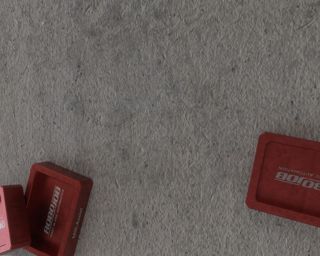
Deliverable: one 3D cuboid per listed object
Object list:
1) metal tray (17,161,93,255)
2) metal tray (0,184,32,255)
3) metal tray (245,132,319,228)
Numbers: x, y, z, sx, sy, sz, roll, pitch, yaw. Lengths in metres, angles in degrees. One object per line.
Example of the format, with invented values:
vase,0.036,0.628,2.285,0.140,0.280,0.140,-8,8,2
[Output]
metal tray,-0.160,0.125,0.462,0.090,0.030,0.129,18,96,19
metal tray,-0.252,0.148,0.472,0.130,0.030,0.090,-27,71,30
metal tray,0.171,0.060,0.345,0.130,0.030,0.089,12,94,19
